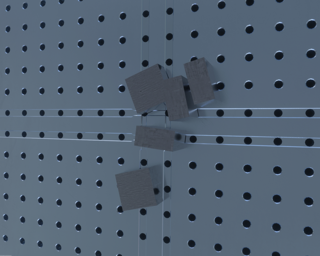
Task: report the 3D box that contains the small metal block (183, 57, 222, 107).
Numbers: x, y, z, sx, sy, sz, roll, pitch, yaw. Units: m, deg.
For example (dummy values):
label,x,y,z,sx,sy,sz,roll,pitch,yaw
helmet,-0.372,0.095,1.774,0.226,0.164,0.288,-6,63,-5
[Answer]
label,x,y,z,sx,sy,sz,roll,pitch,yaw
small metal block,0.054,-0.054,0.380,0.025,0.050,0.050,-16,85,19

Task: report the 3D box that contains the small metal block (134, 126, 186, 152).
label,x,y,z,sx,sy,sz,roll,pitch,yaw
small metal block,0.001,0.012,0.398,0.050,0.050,0.025,8,93,19

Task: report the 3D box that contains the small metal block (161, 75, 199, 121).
label,x,y,z,sx,sy,sz,roll,pitch,yaw
small metal block,0.026,-0.035,0.389,0.025,0.050,0.050,-12,86,19

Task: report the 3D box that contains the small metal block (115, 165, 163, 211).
label,x,y,z,sx,sy,sz,roll,pitch,yaw
small metal block,-0.028,0.082,0.422,0.050,0.025,0.050,-14,85,19

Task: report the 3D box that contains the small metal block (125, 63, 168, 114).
label,x,y,z,sx,sy,sz,roll,pitch,yaw
small metal block,-0.012,-0.051,0.416,0.050,0.025,0.050,-22,83,18
